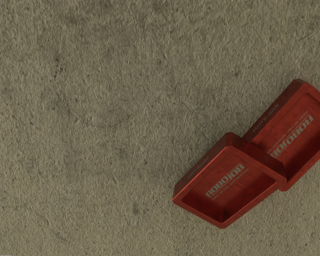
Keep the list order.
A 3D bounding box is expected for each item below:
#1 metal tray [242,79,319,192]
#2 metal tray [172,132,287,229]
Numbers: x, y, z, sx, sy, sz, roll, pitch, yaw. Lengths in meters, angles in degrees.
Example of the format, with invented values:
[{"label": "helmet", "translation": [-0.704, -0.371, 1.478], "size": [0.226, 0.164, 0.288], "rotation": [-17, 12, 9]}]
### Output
[{"label": "metal tray", "translation": [0.174, 0.012, 0.412], "size": [0.090, 0.030, 0.129], "rotation": [35, 106, -12]}, {"label": "metal tray", "translation": [0.088, 0.075, 0.413], "size": [0.090, 0.030, 0.129], "rotation": [31, 125, -10]}]
